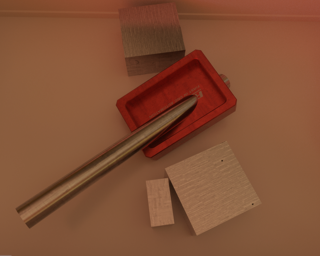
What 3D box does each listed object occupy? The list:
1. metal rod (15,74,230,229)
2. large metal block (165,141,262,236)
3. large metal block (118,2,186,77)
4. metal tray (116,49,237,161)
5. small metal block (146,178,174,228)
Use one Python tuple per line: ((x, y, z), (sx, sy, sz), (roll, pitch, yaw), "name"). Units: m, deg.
((-0.023, 0.012, 0.371), (0.302, 0.025, 0.025), (-34, 74, -25), "metal rod")
((0.059, 0.073, 0.370), (0.080, 0.050, 0.080), (-23, 72, -9), "large metal block")
((-0.012, -0.126, 0.442), (0.081, 0.050, 0.080), (-8, 70, -4), "large metal block")
((0.020, -0.029, 0.400), (0.130, 0.030, 0.090), (-32, 73, 4), "metal tray")
((0.000, 0.089, 0.364), (0.025, 0.050, 0.050), (-7, 70, -3), "small metal block")
